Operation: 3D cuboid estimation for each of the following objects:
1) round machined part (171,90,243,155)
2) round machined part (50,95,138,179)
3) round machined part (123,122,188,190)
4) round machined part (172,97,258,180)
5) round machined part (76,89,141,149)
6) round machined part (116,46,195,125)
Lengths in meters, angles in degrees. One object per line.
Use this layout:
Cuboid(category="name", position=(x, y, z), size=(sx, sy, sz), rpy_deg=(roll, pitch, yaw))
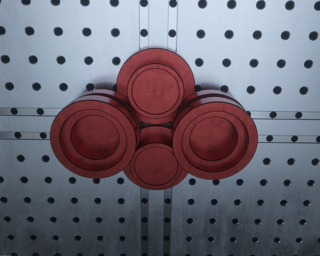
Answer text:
Cuboid(category="round machined part", position=(0.063, -0.003, 0.403), size=(0.099, 0.042, 0.097), rpy_deg=(0, 110, 0))
Cuboid(category="round machined part", position=(-0.076, 0.008, 0.372), size=(0.099, 0.042, 0.097), rpy_deg=(0, 110, 0))
Cuboid(category="round machined part", position=(-0.005, 0.043, 0.419), size=(0.099, 0.042, 0.097), rpy_deg=(0, 110, 0))
Cuboid(category="round machined part", position=(0.063, 0.010, 0.373), size=(0.099, 0.042, 0.097), rpy_deg=(0, 110, 0))
Cuboid(category="round machined part", position=(-0.073, -0.003, 0.402), size=(0.099, 0.042, 0.097), rpy_deg=(0, 110, 0))
Cuboid(category="round machined part", position=(-0.005, -0.050, 0.386), size=(0.099, 0.042, 0.097), rpy_deg=(0, 110, 0))
